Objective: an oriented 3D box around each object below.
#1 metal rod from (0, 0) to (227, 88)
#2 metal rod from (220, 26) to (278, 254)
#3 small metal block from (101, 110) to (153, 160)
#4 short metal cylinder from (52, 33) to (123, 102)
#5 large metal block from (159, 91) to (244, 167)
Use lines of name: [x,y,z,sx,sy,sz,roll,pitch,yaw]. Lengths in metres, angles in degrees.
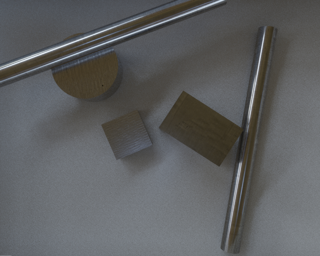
metal rod: [-0.068,-0.104,0.360,0.302,0.025,0.025,-20,90,-1]
metal rod: [0.119,0.015,0.413,0.025,0.025,0.298,10,90,-1]
small metal block: [-0.043,0.009,0.411,0.050,0.025,0.050,-23,90,-1]
short metal cylinder: [-0.091,-0.075,0.398,0.081,0.050,0.079,0,90,-1]
large metal block: [0.046,0.001,0.385,0.080,0.080,0.050,33,90,-1]
